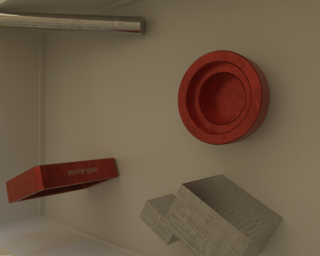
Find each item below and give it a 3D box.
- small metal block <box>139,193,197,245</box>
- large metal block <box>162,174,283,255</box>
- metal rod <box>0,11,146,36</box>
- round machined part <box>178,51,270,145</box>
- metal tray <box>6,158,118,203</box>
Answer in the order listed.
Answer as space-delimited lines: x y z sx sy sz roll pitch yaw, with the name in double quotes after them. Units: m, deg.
0.012 0.110 0.379 0.050 0.050 0.025 36 112 34 "small metal block"
0.064 0.095 0.317 0.080 0.081 0.050 36 112 34 "large metal block"
-0.168 -0.159 0.464 0.301 0.025 0.025 7 95 15 "metal rod"
0.071 -0.031 0.336 0.098 0.042 0.097 0 90 39 "round machined part"
-0.138 0.074 0.449 0.090 0.131 0.030 -25 75 37 "metal tray"
